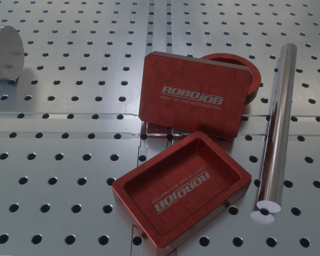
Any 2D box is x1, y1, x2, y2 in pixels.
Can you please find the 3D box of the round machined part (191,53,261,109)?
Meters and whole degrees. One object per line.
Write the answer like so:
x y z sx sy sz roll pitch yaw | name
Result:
0.092 -0.062 0.450 0.099 0.042 0.098 0 50 0 | round machined part

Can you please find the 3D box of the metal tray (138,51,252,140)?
0.042 -0.043 0.399 0.131 0.089 0.030 12 23 9 | metal tray

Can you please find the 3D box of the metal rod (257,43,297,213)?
0.167 -0.023 0.428 0.025 0.025 0.301 15 51 12 | metal rod

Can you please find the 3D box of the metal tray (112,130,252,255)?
0.025 0.067 0.348 0.131 0.030 0.090 -30 56 -23 | metal tray

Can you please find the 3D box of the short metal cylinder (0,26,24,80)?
-0.248 -0.113 0.465 0.050 0.080 0.080 3 50 2 | short metal cylinder
